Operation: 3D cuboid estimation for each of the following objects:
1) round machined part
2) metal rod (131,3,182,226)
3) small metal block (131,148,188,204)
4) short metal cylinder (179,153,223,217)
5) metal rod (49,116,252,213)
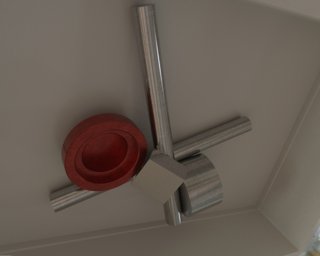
[{"bbox_3d":[-0.069,0.025,0.375,0.099,0.042,0.097,-14,125,-21],"label":"round machined part"},{"bbox_3d":[0.002,0.004,0.389,0.025,0.025,0.298,-18,119,-18],"label":"metal rod"},{"bbox_3d":[-0.001,0.061,0.392,0.050,0.025,0.050,32,121,-5],"label":"small metal block"},{"bbox_3d":[0.048,0.082,0.450,0.050,0.080,0.079,-18,126,-18],"label":"short metal cylinder"},{"bbox_3d":[-0.001,0.044,0.435,0.302,0.025,0.025,-21,127,-17],"label":"metal rod"}]
